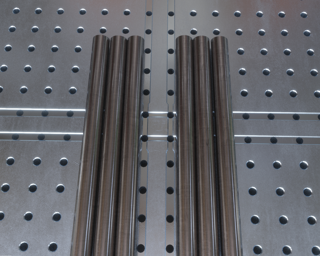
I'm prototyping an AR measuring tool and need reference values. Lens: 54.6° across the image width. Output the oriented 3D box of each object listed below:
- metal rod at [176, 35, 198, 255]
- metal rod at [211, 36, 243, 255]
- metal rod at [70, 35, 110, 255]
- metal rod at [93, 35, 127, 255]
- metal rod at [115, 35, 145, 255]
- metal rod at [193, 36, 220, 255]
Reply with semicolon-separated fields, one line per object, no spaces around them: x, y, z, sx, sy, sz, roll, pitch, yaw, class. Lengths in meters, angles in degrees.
0.033;0.011;0.407;0.025;0.025;0.299;1;70;0;metal rod
0.085;0.012;0.407;0.025;0.025;0.299;1;70;0;metal rod
-0.089;0.010;0.407;0.025;0.025;0.299;1;70;0;metal rod
-0.063;0.011;0.407;0.025;0.025;0.299;1;70;0;metal rod
-0.038;0.011;0.407;0.025;0.025;0.299;1;70;0;metal rod
0.058;0.011;0.407;0.025;0.025;0.299;1;70;0;metal rod
